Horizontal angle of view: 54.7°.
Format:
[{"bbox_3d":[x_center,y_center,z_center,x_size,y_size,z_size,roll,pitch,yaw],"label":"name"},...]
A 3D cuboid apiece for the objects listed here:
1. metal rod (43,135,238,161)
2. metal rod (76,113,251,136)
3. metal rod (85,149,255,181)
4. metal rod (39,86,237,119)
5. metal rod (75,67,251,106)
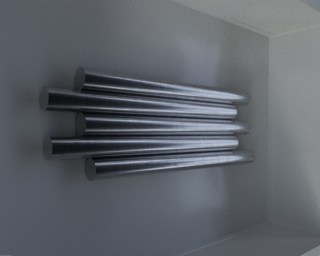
[{"bbox_3d":[0.002,0.022,0.409,0.302,0.025,0.025,1,90,-40],"label":"metal rod"},{"bbox_3d":[0.030,-0.002,0.432,0.302,0.025,0.025,1,90,-40],"label":"metal rod"},{"bbox_3d":[0.039,0.048,0.440,0.302,0.025,0.025,1,90,-40],"label":"metal rod"},{"bbox_3d":[0.000,-0.027,0.406,0.302,0.025,0.025,1,90,-40],"label":"metal rod"},{"bbox_3d":[0.029,-0.052,0.431,0.302,0.025,0.025,1,90,-40],"label":"metal rod"}]
